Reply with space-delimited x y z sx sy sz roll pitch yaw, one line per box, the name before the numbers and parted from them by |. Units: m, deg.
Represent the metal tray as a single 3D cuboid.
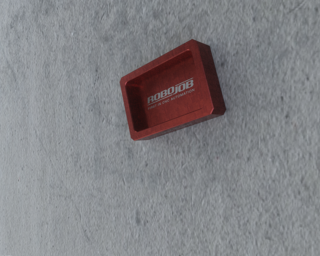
metal tray | 0.010 -0.042 0.391 0.130 0.030 0.090 -20 78 38
